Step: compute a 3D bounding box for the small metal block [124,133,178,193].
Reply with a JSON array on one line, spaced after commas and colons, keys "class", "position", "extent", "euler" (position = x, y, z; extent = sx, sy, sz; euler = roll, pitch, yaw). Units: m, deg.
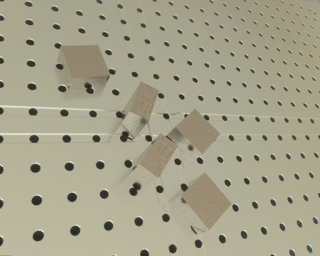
[{"class": "small metal block", "position": [-0.011, 0.041, 0.361], "extent": [0.025, 0.050, 0.050], "euler": [37, 51, -3]}]

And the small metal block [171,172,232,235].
[{"class": "small metal block", "position": [0.051, 0.091, 0.379], "extent": [0.050, 0.025, 0.050], "euler": [-35, 81, -38]}]

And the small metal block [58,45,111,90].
[{"class": "small metal block", "position": [-0.099, -0.080, 0.403], "extent": [0.050, 0.025, 0.050], "euler": [-11, 68, -33]}]

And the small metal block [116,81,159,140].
[{"class": "small metal block", "position": [-0.028, -0.021, 0.389], "extent": [0.025, 0.050, 0.050], "euler": [26, 53, -12]}]

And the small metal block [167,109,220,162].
[{"class": "small metal block", "position": [0.047, 0.009, 0.427], "extent": [0.050, 0.025, 0.050], "euler": [46, 51, 3]}]
